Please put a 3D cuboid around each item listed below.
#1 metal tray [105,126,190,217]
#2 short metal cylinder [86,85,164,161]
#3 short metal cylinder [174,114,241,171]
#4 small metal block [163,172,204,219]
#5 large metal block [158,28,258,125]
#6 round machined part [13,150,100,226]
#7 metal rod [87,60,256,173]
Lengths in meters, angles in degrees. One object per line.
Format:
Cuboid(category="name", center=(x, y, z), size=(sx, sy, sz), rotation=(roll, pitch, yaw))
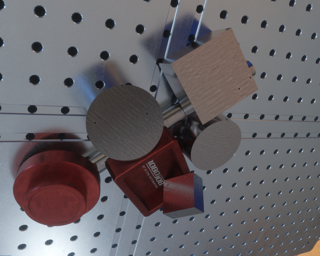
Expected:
Cuboid(category="metal tray", center=(-0.007, 0.065, 0.425), size=(0.090, 0.030, 0.130), rotation=(-33, 142, -7))
Cuboid(category="short metal cylinder", center=(-0.037, -0.003, 0.346), size=(0.081, 0.050, 0.080), rotation=(0, 82, -3))
Cuboid(category="short metal cylinder", center=(0.066, 0.013, 0.438), size=(0.081, 0.050, 0.079), rotation=(-14, 124, -21))
Cuboid(category="small metal block", center=(0.032, 0.095, 0.434), size=(0.050, 0.050, 0.025), rotation=(-21, 139, 30))
Cuboid(category="large metal block", center=(0.057, -0.062, 0.372), size=(0.080, 0.050, 0.080), rotation=(-32, 109, -7))
Cuboid(category="round machined part", center=(-0.121, 0.077, 0.365), size=(0.099, 0.042, 0.097), rotation=(-5, 124, -7))
Cuboid(category="metal rod", center=(-0.003, -0.003, 0.410), size=(0.301, 0.025, 0.025), rotation=(-32, 129, -7))
